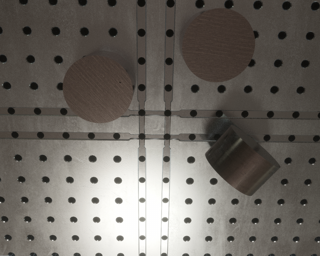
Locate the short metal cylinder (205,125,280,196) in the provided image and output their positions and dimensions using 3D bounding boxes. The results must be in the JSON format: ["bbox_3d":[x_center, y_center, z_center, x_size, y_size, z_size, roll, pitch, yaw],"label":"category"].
[{"bbox_3d":[0.106,0.041,0.401,0.080,0.080,0.050,35,106,-13],"label":"short metal cylinder"}]

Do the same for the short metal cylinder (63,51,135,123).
[{"bbox_3d":[-0.072,-0.052,0.380,0.081,0.050,0.079,0,110,-1],"label":"short metal cylinder"}]

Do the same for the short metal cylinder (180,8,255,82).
[{"bbox_3d":[0.065,-0.098,0.365,0.081,0.050,0.079,0,110,-1],"label":"short metal cylinder"}]
